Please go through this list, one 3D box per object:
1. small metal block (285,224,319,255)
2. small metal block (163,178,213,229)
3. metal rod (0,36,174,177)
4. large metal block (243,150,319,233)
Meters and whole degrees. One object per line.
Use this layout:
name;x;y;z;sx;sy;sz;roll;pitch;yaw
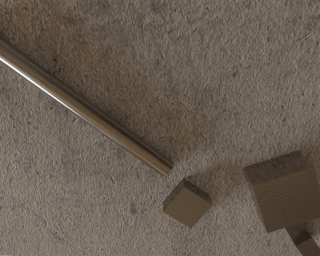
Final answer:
small metal block;0.215;0.169;0.462;0.025;0.050;0.050;-35;107;12
small metal block;0.039;0.110;0.451;0.050;0.025;0.050;34;106;-12
metal rod;-0.106;-0.030;0.397;0.301;0.025;0.025;37;106;-13
large metal block;0.171;0.088;0.431;0.080;0.050;0.080;-19;109;6
